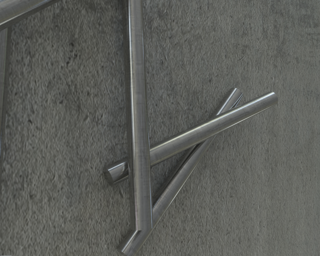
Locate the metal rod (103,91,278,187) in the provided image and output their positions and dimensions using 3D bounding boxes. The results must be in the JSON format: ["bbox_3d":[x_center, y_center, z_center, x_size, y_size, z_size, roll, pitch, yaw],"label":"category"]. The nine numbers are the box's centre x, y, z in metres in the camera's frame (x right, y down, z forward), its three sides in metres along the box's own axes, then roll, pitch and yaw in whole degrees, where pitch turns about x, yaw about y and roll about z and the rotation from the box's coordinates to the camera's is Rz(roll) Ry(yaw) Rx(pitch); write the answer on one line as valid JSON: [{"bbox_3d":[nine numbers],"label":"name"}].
[{"bbox_3d":[0.061,0.004,0.430,0.302,0.025,0.025,-23,105,-30],"label":"metal rod"}]

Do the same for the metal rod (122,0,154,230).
[{"bbox_3d":[-0.027,-0.038,0.357,0.025,0.025,0.298,3,81,-40],"label":"metal rod"}]

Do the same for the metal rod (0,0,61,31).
[{"bbox_3d":[-0.102,-0.132,0.293,0.301,0.025,0.025,-50,120,-37],"label":"metal rod"}]

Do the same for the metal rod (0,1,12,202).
[{"bbox_3d":[-0.152,-0.011,0.277,0.025,0.025,0.298,5,87,-40],"label":"metal rod"}]

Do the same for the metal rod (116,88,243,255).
[{"bbox_3d":[0.041,0.047,0.438,0.301,0.025,0.025,-51,120,-28],"label":"metal rod"}]
